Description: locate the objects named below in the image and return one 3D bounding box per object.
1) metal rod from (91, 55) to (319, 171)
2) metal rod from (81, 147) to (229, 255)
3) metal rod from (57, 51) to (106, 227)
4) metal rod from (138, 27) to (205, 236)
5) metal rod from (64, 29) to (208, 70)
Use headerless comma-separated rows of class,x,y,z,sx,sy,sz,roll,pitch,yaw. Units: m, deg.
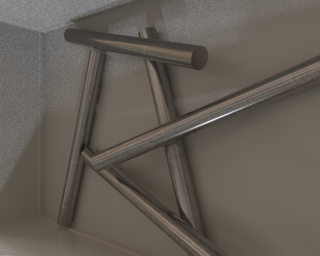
metal rod,0.037,-0.006,0.349,0.300,0.025,0.025,-24,75,29
metal rod,-0.021,0.094,0.398,0.300,0.025,0.025,28,108,43
metal rod,-0.132,0.024,0.512,0.025,0.025,0.298,23,104,37
metal rod,0.015,0.014,0.392,0.025,0.025,0.299,-21,77,38
metal rod,-0.056,-0.115,0.424,0.300,0.025,0.025,24,105,45
